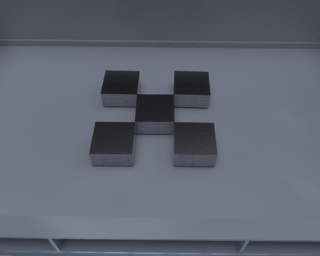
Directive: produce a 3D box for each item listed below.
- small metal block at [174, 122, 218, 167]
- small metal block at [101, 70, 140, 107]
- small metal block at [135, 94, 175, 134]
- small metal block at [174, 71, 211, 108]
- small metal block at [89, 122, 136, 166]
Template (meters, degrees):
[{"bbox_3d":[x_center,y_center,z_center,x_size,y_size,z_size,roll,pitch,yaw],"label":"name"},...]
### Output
[{"bbox_3d":[0.043,0.020,0.385,0.050,0.025,0.050,1,50,1],"label":"small metal block"},{"bbox_3d":[-0.056,-0.058,0.450,0.050,0.025,0.050,1,50,1],"label":"small metal block"},{"bbox_3d":[-0.006,-0.019,0.418,0.050,0.025,0.050,0,50,0],"label":"small metal block"},{"bbox_3d":[0.045,-0.057,0.450,0.050,0.025,0.050,2,50,1],"label":"small metal block"},{"bbox_3d":[-0.057,0.019,0.386,0.050,0.025,0.050,1,50,0],"label":"small metal block"}]
